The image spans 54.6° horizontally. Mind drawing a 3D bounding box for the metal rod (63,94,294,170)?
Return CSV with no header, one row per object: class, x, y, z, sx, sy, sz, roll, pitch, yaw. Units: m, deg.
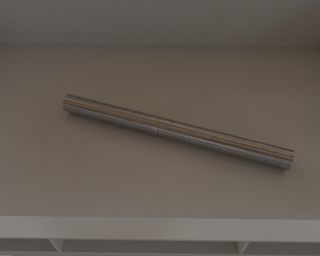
metal rod,0.014,0.002,0.402,0.301,0.025,0.025,15,52,12
